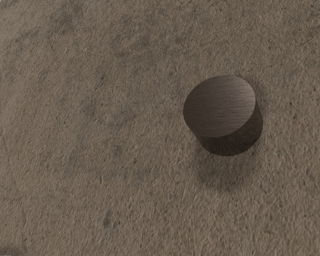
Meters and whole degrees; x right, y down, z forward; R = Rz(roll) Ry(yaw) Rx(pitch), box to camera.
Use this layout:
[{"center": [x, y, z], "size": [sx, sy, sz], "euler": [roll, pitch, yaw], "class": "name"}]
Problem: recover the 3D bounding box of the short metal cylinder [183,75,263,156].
[{"center": [0.073, -0.014, 0.357], "size": [0.080, 0.050, 0.080], "euler": [-13, 56, 20], "class": "short metal cylinder"}]
